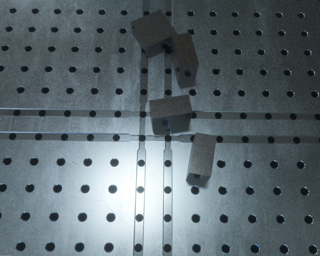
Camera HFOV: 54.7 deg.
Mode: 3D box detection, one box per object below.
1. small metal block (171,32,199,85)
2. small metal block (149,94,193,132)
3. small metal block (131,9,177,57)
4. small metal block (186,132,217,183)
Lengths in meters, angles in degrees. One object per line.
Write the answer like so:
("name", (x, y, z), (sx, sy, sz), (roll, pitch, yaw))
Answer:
("small metal block", (0.034, -0.096, 0.434), (0.025, 0.050, 0.050), (-11, 71, -4))
("small metal block", (0.013, -0.018, 0.405), (0.050, 0.050, 0.025), (-9, 71, -4))
("small metal block", (-0.009, -0.142, 0.464), (0.050, 0.025, 0.050), (-27, 73, -10))
("small metal block", (0.051, 0.039, 0.385), (0.025, 0.050, 0.050), (11, 70, 3))
